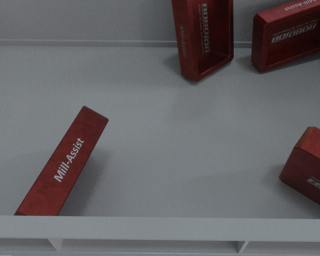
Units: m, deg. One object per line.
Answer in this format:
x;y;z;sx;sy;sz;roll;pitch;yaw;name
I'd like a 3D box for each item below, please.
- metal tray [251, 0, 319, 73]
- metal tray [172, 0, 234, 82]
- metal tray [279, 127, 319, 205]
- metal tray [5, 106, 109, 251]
0.207;-0.147;0.473;0.131;0.090;0.030;-20;49;-5;metal tray
0.067;-0.144;0.456;0.091;0.129;0.030;-34;44;-25;metal tray
0.193;0.061;0.309;0.130;0.090;0.030;33;70;25;metal tray
-0.103;0.049;0.316;0.030;0.090;0.130;30;50;-12;metal tray
